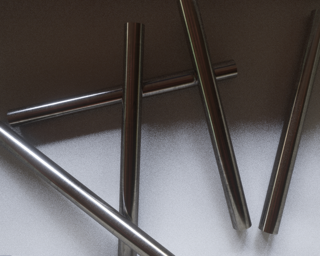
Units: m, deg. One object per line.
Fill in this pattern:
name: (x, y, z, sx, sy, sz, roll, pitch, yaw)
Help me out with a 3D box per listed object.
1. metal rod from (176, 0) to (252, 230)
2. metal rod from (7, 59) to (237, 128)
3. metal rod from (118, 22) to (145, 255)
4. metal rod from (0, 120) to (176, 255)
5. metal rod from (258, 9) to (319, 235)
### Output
metal rod: (0.071, -0.013, 0.393, 0.025, 0.025, 0.298, -15, 98, 0)
metal rod: (-0.048, -0.046, 0.410, 0.302, 0.025, 0.025, -13, 90, 0)
metal rod: (-0.037, 0.023, 0.393, 0.025, 0.025, 0.298, 2, 97, 0)
metal rod: (-0.102, 0.083, 0.389, 0.300, 0.025, 0.025, 35, 90, 8)
metal rod: (0.179, -0.008, 0.412, 0.025, 0.025, 0.298, 14, 90, 0)
